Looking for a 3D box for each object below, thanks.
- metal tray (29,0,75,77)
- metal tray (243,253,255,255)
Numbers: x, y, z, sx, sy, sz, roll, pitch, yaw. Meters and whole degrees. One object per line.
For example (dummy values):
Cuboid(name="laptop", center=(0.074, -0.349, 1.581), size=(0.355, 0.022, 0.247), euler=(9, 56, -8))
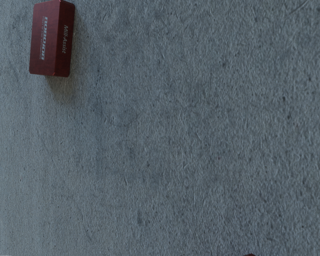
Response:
Cuboid(name="metal tray", center=(-0.199, -0.161, 0.566), size=(0.090, 0.030, 0.129), euler=(11, 97, 39))
Cuboid(name="metal tray", center=(0.088, 0.212, 0.329), size=(0.090, 0.030, 0.130), euler=(-35, 68, 34))
